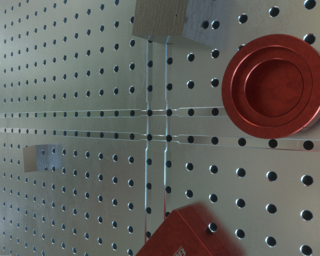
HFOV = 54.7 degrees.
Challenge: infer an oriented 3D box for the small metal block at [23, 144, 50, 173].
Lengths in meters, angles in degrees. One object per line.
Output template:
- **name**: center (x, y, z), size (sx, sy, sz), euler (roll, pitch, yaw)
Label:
- **small metal block**: center (-0.245, 0.061, 0.613), size (0.050, 0.025, 0.050), euler (-11, 83, 39)

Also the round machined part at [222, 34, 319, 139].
- **round machined part**: center (0.114, -0.038, 0.304), size (0.098, 0.042, 0.097), euler (0, 90, 40)

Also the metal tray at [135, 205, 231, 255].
- **metal tray**: center (0.020, 0.173, 0.389), size (0.090, 0.030, 0.129), euler (49, 119, 29)

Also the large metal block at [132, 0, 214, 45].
- **large metal block**: center (0.017, -0.148, 0.379), size (0.080, 0.050, 0.079), euler (15, 100, 39)
